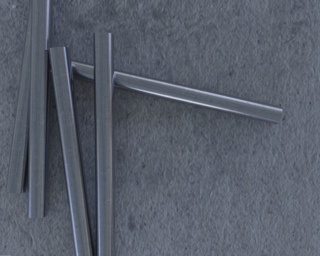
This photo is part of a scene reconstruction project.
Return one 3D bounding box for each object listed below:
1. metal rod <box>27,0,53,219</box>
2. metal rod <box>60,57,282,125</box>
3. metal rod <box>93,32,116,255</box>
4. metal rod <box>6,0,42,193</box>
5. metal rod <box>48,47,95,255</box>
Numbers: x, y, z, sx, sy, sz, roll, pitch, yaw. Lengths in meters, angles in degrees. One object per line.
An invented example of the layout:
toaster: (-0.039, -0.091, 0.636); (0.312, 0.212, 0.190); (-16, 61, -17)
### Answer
metal rod: (-0.152, -0.033, 0.393); (0.025, 0.025, 0.298); (3, 96, -1)
metal rod: (0.010, -0.050, 0.410); (0.302, 0.025, 0.025); (13, 90, -1)
metal rod: (-0.070, 0.034, 0.393); (0.025, 0.025, 0.298); (0, 96, -1)
metal rod: (-0.170, -0.065, 0.407); (0.025, 0.025, 0.298); (7, 90, -1)
metal rod: (-0.110, 0.050, 0.394); (0.025, 0.025, 0.298); (-5, 96, 0)
